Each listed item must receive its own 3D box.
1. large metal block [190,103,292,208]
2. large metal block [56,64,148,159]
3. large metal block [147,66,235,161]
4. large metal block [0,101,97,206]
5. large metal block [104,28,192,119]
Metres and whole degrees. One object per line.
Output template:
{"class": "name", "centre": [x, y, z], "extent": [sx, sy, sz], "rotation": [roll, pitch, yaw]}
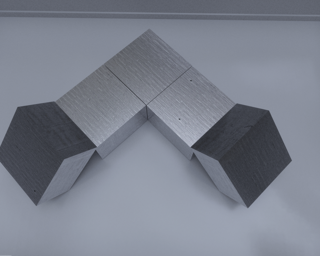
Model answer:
{"class": "large metal block", "centre": [0.096, 0.030, 0.361], "extent": [0.080, 0.050, 0.080], "rotation": [-42, 119, -14]}
{"class": "large metal block", "centre": [-0.074, -0.020, 0.401], "extent": [0.080, 0.050, 0.080], "rotation": [-42, 76, -14]}
{"class": "large metal block", "centre": [0.041, -0.018, 0.401], "extent": [0.080, 0.050, 0.080], "rotation": [-42, 76, -14]}
{"class": "large metal block", "centre": [-0.133, 0.028, 0.360], "extent": [0.080, 0.050, 0.080], "rotation": [44, 118, 14]}
{"class": "large metal block", "centre": [-0.015, -0.073, 0.421], "extent": [0.080, 0.050, 0.080], "rotation": [-42, 76, -14]}
